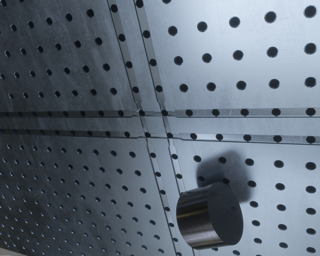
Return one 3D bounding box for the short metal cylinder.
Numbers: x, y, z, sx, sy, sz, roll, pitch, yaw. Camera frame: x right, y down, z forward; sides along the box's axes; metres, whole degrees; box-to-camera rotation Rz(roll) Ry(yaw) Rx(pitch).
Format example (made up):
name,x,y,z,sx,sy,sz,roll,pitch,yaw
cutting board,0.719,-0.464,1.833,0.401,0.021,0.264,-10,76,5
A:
name,x,y,z,sx,sy,sz,roll,pitch,yaw
short metal cylinder,0.067,0.117,0.412,0.050,0.080,0.080,-26,104,37
